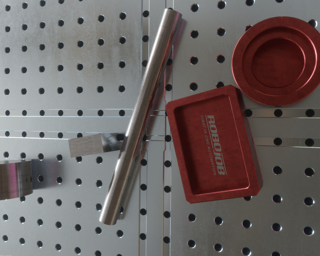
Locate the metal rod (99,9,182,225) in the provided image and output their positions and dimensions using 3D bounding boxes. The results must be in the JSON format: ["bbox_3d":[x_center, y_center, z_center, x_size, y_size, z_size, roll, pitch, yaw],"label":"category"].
[{"bbox_3d":[-0.028,-0.010,0.421,0.025,0.025,0.298,20,96,18],"label":"metal rod"}]

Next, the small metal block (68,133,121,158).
[{"bbox_3d":[-0.089,0.023,0.430,0.050,0.050,0.025,-10,87,19],"label":"small metal block"}]

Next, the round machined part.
[{"bbox_3d":[0.135,-0.073,0.356,0.098,0.042,0.097,0,90,19],"label":"round machined part"}]

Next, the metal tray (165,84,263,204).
[{"bbox_3d":[0.065,0.021,0.381,0.090,0.030,0.129,-14,85,24],"label":"metal tray"}]

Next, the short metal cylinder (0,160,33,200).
[{"bbox_3d":[-0.235,0.076,0.464,0.080,0.080,0.050,-3,89,19],"label":"short metal cylinder"}]
